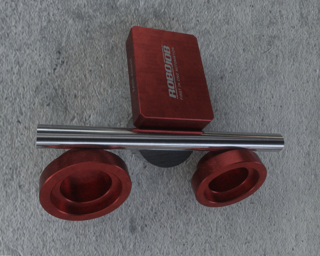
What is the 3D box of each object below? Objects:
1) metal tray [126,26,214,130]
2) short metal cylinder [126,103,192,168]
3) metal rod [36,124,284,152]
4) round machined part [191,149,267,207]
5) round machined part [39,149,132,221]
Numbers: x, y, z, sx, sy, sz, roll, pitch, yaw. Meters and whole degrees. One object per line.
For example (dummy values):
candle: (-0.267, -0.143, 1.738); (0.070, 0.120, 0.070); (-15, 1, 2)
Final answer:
metal tray: (0.009, -0.062, 0.383); (0.091, 0.030, 0.130); (2, 63, -20)
short metal cylinder: (0.001, 0.008, 0.399); (0.081, 0.050, 0.079); (0, 90, -21)
metal rod: (0.017, 0.014, 0.365); (0.303, 0.025, 0.025); (2, 89, -21)
round machined part: (0.088, 0.061, 0.417); (0.099, 0.042, 0.097); (-10, 136, -10)
round machined part: (-0.085, 0.059, 0.353); (0.099, 0.042, 0.097); (-11, 132, -12)
